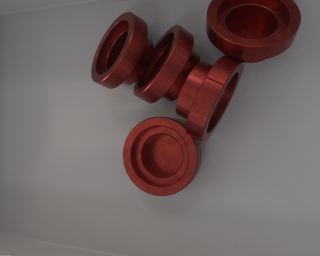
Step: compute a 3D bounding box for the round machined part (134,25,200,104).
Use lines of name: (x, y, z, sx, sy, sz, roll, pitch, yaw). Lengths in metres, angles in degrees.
round machined part: (0.012, -0.072, 0.378, 0.042, 0.098, 0.098, 29, 102, -20)

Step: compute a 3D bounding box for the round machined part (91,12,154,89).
round machined part: (-0.045, -0.095, 0.400, 0.098, 0.042, 0.098, -31, 47, 41)

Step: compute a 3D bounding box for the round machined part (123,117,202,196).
round machined part: (0.006, 0.035, 0.399, 0.098, 0.042, 0.097, 0, 90, 20)

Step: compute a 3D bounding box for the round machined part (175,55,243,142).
round machined part: (0.053, -0.037, 0.352, 0.042, 0.098, 0.097, 28, 99, 16)

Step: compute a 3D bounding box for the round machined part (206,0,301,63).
round machined part: (0.101, -0.112, 0.350, 0.099, 0.042, 0.098, -2, 60, 4)
